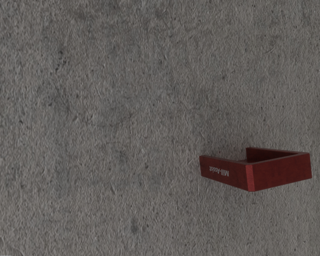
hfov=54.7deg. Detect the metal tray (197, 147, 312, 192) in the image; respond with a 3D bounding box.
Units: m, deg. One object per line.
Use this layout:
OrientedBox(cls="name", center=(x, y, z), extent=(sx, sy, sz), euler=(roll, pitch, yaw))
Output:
OrientedBox(cls="metal tray", center=(0.117, 0.049, 0.410), extent=(0.091, 0.130, 0.030), euler=(-8, 93, -20))
